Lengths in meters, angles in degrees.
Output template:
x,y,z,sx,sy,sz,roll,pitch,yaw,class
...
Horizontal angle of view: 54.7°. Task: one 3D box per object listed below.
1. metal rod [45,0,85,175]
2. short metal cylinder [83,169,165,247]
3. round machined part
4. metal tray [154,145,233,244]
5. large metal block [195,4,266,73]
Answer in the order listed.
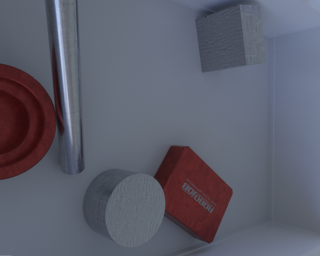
x,y,z,sx,sy,sz,roll,pitch,yaw,class
-0.080,-0.084,0.255,0.025,0.025,0.298,-22,132,-38,metal rod
-0.041,0.090,0.358,0.081,0.050,0.079,0,90,-40,short metal cylinder
-0.148,-0.005,0.273,0.099,0.042,0.097,0,90,-40,round machined part
0.046,0.096,0.445,0.130,0.030,0.090,44,63,-31,metal tray
0.104,-0.130,0.460,0.050,0.080,0.079,-15,100,-39,large metal block
